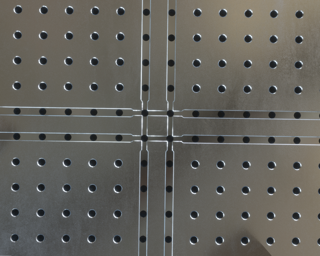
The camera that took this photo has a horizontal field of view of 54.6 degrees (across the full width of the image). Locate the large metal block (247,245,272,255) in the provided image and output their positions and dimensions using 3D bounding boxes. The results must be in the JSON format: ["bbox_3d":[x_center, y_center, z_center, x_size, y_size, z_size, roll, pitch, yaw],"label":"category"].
[{"bbox_3d":[0.122,0.205,0.387,0.080,0.080,0.050,-35,90,0],"label":"large metal block"}]
